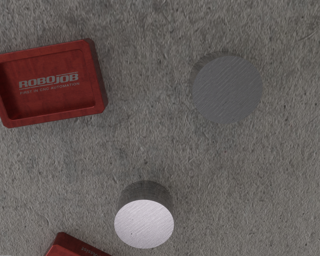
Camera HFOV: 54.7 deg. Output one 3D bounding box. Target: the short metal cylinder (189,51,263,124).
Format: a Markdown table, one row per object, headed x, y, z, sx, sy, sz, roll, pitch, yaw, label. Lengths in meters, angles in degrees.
| x | y | z | sx | sy | sz | roll | pitch | yaw | label |
| --- | --- | --- | --- | --- | --- | --- | --- | --- | --- |
| 0.077 | -0.051 | 0.378 | 0.081 | 0.050 | 0.079 | 0 | 110 | 0 | short metal cylinder |

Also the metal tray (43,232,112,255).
| x | y | z | sx | sy | sz | roll | pitch | yaw | label |
| --- | --- | --- | --- | --- | --- | --- | --- | --- | --- |
| -0.125 | 0.231 | 0.491 | 0.130 | 0.030 | 0.090 | 31 | 107 | -11 | metal tray |

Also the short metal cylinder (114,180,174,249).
| x | y | z | sx | sy | sz | roll | pitch | yaw | label |
| --- | --- | --- | --- | --- | --- | --- | --- | --- | --- |
| -0.021 | 0.122 | 0.441 | 0.081 | 0.050 | 0.079 | 0 | 110 | 0 | short metal cylinder |

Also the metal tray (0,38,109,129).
| x | y | z | sx | sy | sz | roll | pitch | yaw | label |
| --- | --- | --- | --- | --- | --- | --- | --- | --- | --- |
| -0.139 | -0.055 | 0.385 | 0.131 | 0.030 | 0.089 | -9 | 110 | 3 | metal tray |
